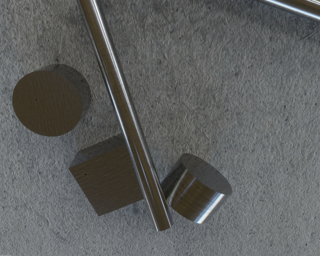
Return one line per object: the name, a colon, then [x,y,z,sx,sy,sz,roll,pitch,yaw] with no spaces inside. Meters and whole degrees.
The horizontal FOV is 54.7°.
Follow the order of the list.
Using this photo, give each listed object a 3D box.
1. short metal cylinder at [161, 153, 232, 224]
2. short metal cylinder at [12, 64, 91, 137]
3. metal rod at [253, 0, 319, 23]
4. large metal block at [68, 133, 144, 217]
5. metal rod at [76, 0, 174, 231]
short metal cylinder: [0.047,0.078,0.410,0.080,0.080,0.050,31,107,-11]
short metal cylinder: [-0.130,-0.036,0.382,0.081,0.050,0.079,0,110,0]
metal rod: [0.081,-0.167,0.348,0.302,0.025,0.025,16,109,-6]
large metal block: [-0.061,0.060,0.418,0.080,0.050,0.080,-23,109,8]
metal rod: [-0.041,-0.019,0.368,0.025,0.025,0.298,-17,97,6]
